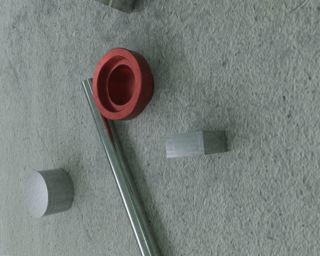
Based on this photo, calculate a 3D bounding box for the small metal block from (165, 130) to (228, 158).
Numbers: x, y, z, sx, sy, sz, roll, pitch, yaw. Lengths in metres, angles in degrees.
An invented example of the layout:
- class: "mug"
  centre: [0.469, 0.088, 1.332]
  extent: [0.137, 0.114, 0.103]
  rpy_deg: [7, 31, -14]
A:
- class: "small metal block"
  centre: [0.042, 0.018, 0.354]
  extent: [0.050, 0.050, 0.025]
  rpy_deg: [-9, 85, 39]

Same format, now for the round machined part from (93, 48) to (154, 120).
- class: "round machined part"
  centre: [-0.047, -0.059, 0.433]
  extent: [0.098, 0.042, 0.097]
  rpy_deg: [0, 90, 40]

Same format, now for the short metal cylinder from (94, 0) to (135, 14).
- class: "short metal cylinder"
  centre: [-0.071, -0.197, 0.428]
  extent: [0.080, 0.081, 0.050]
  rpy_deg: [35, 112, 34]

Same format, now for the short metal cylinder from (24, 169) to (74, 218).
- class: "short metal cylinder"
  centre: [-0.198, 0.114, 0.553]
  extent: [0.080, 0.050, 0.079]
  rpy_deg: [0, 90, 40]

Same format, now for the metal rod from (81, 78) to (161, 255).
- class: "metal rod"
  centre: [-0.059, 0.058, 0.453]
  extent: [0.025, 0.025, 0.299]
  rpy_deg: [-35, 68, 34]
